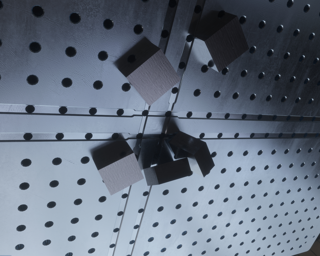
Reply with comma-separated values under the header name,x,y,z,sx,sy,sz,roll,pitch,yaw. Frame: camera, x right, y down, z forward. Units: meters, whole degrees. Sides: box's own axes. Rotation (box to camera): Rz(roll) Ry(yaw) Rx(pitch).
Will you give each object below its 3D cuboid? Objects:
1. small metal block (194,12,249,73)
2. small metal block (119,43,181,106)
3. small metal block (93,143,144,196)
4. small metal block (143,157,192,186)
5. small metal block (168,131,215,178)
name,x,y,z,sx,sy,sz,roll,pitch,yaw
small metal block,0.078,-0.107,0.389,0.050,0.025,0.050,-39,130,-3
small metal block,-0.011,-0.063,0.368,0.050,0.025,0.050,-40,130,-1
small metal block,-0.055,0.055,0.417,0.050,0.025,0.050,-26,128,-13
small metal block,0.010,0.062,0.438,0.050,0.050,0.025,-12,83,-22
small metal block,0.045,0.037,0.441,0.025,0.050,0.050,-44,132,-20
